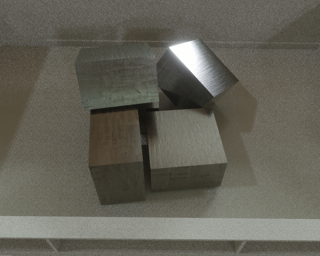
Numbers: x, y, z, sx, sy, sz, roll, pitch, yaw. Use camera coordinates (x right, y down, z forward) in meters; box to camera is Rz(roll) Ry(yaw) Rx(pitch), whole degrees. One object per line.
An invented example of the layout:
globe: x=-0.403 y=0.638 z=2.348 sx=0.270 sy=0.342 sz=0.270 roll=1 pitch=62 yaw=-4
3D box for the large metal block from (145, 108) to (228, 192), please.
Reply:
large metal block: x=0.026 y=0.024 z=0.364 sx=0.081 sy=0.050 sz=0.080 roll=-4 pitch=50 yaw=-4

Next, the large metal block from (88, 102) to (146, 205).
large metal block: x=-0.046 y=0.028 z=0.343 sx=0.050 sy=0.080 sz=0.080 roll=-5 pitch=50 yaw=-5

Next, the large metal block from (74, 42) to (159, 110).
large metal block: x=-0.048 y=-0.062 z=0.354 sx=0.081 sy=0.050 sz=0.080 roll=-7 pitch=25 yaw=-6

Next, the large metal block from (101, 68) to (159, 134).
large metal block: x=-0.042 y=-0.038 z=0.419 sx=0.081 sy=0.050 sz=0.080 roll=-1 pitch=50 yaw=-1

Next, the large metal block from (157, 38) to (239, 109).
large metal block: x=0.046 y=-0.067 z=0.410 sx=0.080 sy=0.050 sz=0.081 roll=50 pitch=41 yaw=7
